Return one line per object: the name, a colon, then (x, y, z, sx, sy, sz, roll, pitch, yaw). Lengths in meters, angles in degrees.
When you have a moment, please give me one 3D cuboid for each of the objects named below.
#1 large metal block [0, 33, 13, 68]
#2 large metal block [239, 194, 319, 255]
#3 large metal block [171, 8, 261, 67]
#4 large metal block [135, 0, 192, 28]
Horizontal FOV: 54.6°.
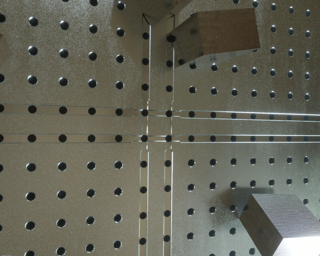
large metal block: (-0.203, -0.090, 0.308, 0.080, 0.080, 0.050, 38, 78, -16)
large metal block: (0.174, 0.140, 0.439, 0.081, 0.080, 0.050, 5, 119, -20)
large metal block: (0.070, -0.117, 0.409, 0.081, 0.080, 0.050, -12, 94, -20)
large metal block: (0.001, -0.182, 0.383, 0.050, 0.080, 0.080, -36, 102, -16)
